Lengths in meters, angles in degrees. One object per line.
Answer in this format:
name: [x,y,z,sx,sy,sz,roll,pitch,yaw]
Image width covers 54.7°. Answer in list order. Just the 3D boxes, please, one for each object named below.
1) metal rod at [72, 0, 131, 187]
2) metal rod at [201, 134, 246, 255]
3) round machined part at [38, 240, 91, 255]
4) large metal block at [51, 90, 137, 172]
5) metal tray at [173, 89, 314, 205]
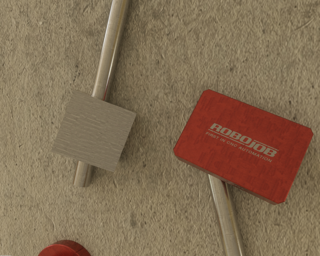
metal rod: [-0.080,-0.063,0.435,0.025,0.025,0.298,15,95,19]
metal rod: [0.090,0.148,0.377,0.025,0.025,0.298,-13,86,19]
round machined part: [-0.145,0.218,0.449,0.098,0.042,0.097,0,90,19]
large metal block: [-0.084,0.002,0.404,0.080,0.050,0.080,21,93,-12]
metal tray: [0.093,0.020,0.358,0.130,0.030,0.090,24,79,18]
